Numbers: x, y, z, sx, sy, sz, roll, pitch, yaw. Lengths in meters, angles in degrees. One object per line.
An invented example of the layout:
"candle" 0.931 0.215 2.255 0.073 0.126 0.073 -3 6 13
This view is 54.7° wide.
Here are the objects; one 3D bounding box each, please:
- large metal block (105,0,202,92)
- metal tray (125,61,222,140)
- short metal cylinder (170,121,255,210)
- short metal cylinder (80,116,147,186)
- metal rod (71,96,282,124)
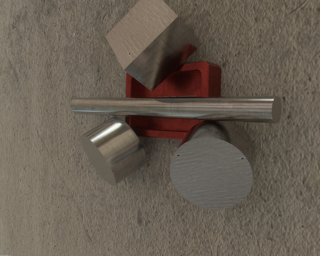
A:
"large metal block" -0.010 -0.105 0.370 0.080 0.050 0.080 -42 47 14
"metal tray" 0.012 -0.032 0.394 0.130 0.030 0.089 3 92 40
"short metal cylinder" 0.056 0.037 0.323 0.080 0.050 0.079 7 114 16
"short metal cylinder" -0.063 0.031 0.418 0.080 0.050 0.080 40 150 30
"metal rod" -0.010 -0.025 0.375 0.300 0.025 0.025 4 93 39
